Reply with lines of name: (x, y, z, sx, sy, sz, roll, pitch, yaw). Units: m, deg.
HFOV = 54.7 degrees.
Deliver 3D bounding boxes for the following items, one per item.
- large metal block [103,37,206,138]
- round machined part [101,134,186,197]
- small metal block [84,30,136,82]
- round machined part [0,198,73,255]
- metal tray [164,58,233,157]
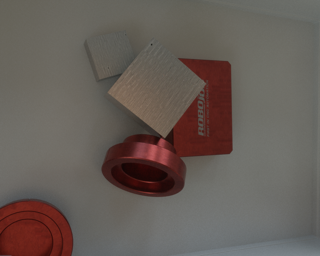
large metal block: (-0.008, -0.045, 0.366, 0.080, 0.050, 0.080, 39, 80, -12)
round machined part: (-0.017, 0.043, 0.373, 0.099, 0.098, 0.042, 26, 53, -19)
small metal block: (-0.062, -0.090, 0.388, 0.050, 0.025, 0.050, -20, 97, -19)
round machined part: (-0.149, 0.128, 0.343, 0.099, 0.042, 0.097, 2, 83, -20)
metal tray: (0.053, -0.027, 0.429, 0.091, 0.030, 0.129, -1, 91, -21)
